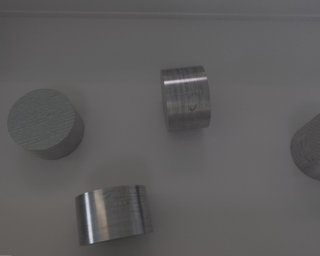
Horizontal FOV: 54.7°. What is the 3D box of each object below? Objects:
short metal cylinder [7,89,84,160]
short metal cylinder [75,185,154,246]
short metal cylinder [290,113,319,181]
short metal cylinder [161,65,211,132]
[{"bbox_3d":[-0.143,-0.004,0.397,0.081,0.050,0.080,0,70,0],"label":"short metal cylinder"},{"bbox_3d":[-0.051,0.098,0.344,0.081,0.080,0.050,-10,71,-4],"label":"short metal cylinder"},{"bbox_3d":[0.214,0.023,0.389,0.081,0.050,0.080,0,70,0],"label":"short metal cylinder"},{"bbox_3d":[0.031,-0.037,0.394,0.050,0.080,0.080,-7,70,-2],"label":"short metal cylinder"}]
